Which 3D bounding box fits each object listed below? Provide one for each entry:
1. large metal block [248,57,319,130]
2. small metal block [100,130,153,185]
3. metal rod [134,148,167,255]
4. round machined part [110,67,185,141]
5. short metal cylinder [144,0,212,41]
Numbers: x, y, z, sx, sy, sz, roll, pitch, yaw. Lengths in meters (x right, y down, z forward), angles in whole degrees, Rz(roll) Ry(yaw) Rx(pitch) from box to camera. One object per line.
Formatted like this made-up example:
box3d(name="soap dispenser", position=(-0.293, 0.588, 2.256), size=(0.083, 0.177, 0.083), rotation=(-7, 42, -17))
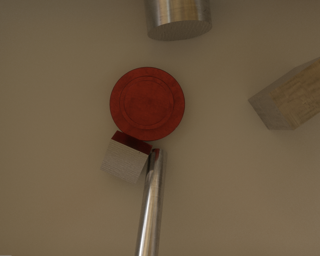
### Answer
box3d(name="large metal block", position=(0.168, -0.041, 0.386), size=(0.080, 0.080, 0.050), rotation=(-34, 90, 0))
box3d(name="small metal block", position=(-0.044, 0.038, 0.401), size=(0.050, 0.025, 0.050), rotation=(24, 117, -1))
box3d(name="metal rod", position=(-0.016, 0.147, 0.316), size=(0.025, 0.025, 0.300), rotation=(7, 49, 0))
box3d(name="round machined part", position=(-0.016, -0.031, 0.403), size=(0.099, 0.042, 0.097), rotation=(0, 90, -1))
box3d(name="short metal cylinder", position=(0.022, -0.144, 0.384), size=(0.081, 0.080, 0.050), rotation=(-6, 90, 0))
